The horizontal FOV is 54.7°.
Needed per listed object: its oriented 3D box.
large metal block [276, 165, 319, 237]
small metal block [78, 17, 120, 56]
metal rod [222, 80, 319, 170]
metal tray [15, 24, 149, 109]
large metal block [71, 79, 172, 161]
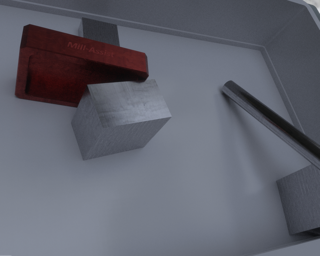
[{"bbox_3d":[0.218,0.101,0.429,0.050,0.080,0.080,12,57,-23],"label":"large metal block"},{"bbox_3d":[-0.086,-0.123,0.436,0.050,0.025,0.050,4,60,-27],"label":"small metal block"},{"bbox_3d":[0.189,0.019,0.418,0.025,0.025,0.300,-10,41,-33],"label":"metal rod"},{"bbox_3d":[-0.089,-0.060,0.352,0.131,0.090,0.030,8,58,-24],"label":"metal tray"},{"bbox_3d":[-0.047,-0.009,0.352,0.081,0.080,0.050,-11,67,-33],"label":"large metal block"}]
